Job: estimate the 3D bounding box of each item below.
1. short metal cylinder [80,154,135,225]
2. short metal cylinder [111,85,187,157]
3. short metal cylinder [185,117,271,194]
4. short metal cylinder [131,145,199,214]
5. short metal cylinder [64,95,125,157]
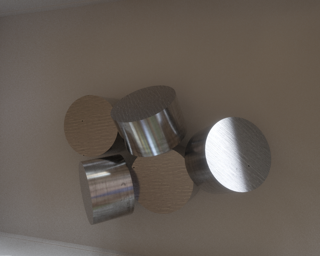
[{"bbox_3d":[-0.070,0.077,0.396,0.050,0.080,0.080,-9,86,-23],"label":"short metal cylinder"},{"bbox_3d":[-0.013,-0.010,0.375,0.080,0.080,0.050,-8,123,19],"label":"short metal cylinder"},{"bbox_3d":[0.075,0.033,0.347,0.081,0.050,0.080,5,74,-19],"label":"short metal cylinder"},{"bbox_3d":[0.009,0.062,0.392,0.080,0.050,0.079,0,90,19],"label":"short metal cylinder"},{"bbox_3d":[-0.081,-0.003,0.422,0.080,0.050,0.079,0,90,19],"label":"short metal cylinder"}]
